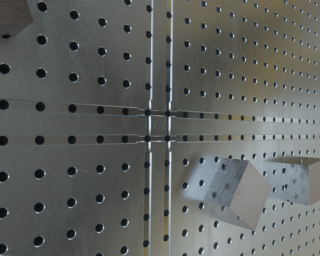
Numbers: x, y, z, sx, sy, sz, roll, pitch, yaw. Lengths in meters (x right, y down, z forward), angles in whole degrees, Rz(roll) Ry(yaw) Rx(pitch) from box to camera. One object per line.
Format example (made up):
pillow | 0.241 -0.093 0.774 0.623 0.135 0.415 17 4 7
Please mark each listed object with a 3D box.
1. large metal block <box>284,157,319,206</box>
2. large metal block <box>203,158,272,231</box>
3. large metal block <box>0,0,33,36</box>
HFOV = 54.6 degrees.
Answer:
large metal block | 0.304 0.108 0.646 0.081 0.050 0.080 -8 95 -40
large metal block | 0.126 0.105 0.497 0.080 0.050 0.080 45 63 -31
large metal block | -0.164 -0.118 0.255 0.081 0.050 0.080 -22 104 -38
